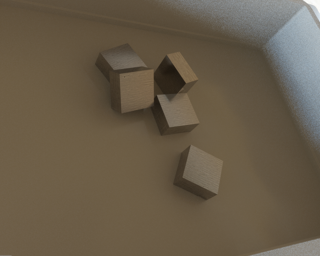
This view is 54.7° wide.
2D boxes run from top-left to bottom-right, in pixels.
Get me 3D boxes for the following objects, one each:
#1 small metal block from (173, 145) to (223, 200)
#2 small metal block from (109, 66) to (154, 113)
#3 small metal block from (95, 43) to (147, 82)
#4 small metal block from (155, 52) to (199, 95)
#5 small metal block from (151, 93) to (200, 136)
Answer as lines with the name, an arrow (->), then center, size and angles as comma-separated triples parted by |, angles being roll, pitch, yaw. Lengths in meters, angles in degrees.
small metal block -> 0.050, 0.057, 0.399 | 0.050, 0.025, 0.050 | 28, 52, -11
small metal block -> -0.036, -0.050, 0.400 | 0.050, 0.050, 0.025 | -16, 26, -35
small metal block -> -0.053, -0.085, 0.431 | 0.050, 0.025, 0.050 | -32, 80, -38
small metal block -> 0.021, -0.073, 0.447 | 0.025, 0.050, 0.050 | -22, 74, -36
small metal block -> 0.020, -0.020, 0.430 | 0.050, 0.025, 0.050 | -7, 66, -32
